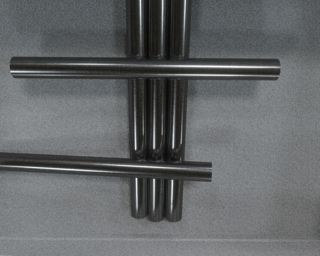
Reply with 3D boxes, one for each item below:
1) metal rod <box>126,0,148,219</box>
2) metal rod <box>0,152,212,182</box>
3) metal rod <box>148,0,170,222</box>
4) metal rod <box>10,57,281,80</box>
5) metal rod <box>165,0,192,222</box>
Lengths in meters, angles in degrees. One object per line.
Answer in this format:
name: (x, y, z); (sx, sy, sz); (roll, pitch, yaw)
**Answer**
metal rod: (-0.028, -0.013, 0.405); (0.025, 0.025, 0.298); (0, 110, 0)
metal rod: (-0.085, 0.050, 0.409); (0.302, 0.025, 0.025); (2, 110, 6)
metal rod: (-0.004, -0.008, 0.407); (0.025, 0.025, 0.298); (1, 110, 0)
metal rod: (-0.016, -0.069, 0.358); (0.302, 0.025, 0.025); (0, 110, 0)
metal rod: (0.022, -0.008, 0.406); (0.025, 0.025, 0.298); (1, 110, 0)
